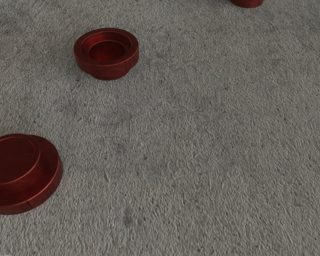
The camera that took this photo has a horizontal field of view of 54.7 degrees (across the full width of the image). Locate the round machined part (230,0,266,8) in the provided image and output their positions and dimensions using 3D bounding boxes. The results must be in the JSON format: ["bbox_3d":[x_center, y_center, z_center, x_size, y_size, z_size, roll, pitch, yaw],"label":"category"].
[{"bbox_3d":[0.180,-0.280,0.628,0.099,0.042,0.098,0,50,0],"label":"round machined part"}]

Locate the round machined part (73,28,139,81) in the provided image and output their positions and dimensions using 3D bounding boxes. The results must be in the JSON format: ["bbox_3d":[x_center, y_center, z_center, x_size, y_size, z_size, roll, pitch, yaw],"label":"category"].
[{"bbox_3d":[-0.081,-0.112,0.485,0.099,0.042,0.098,0,50,0],"label":"round machined part"}]

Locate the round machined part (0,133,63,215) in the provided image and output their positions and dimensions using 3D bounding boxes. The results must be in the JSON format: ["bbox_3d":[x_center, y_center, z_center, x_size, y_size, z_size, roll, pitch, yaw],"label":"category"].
[{"bbox_3d":[-0.166,0.045,0.353,0.099,0.042,0.098,0,50,0],"label":"round machined part"}]
